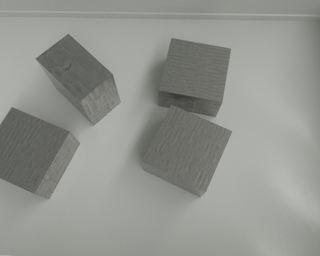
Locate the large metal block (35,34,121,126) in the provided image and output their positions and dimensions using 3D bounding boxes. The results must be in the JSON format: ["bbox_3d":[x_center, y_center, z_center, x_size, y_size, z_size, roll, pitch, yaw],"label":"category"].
[{"bbox_3d":[-0.101,-0.059,0.401,0.080,0.080,0.050,43,76,14],"label":"large metal block"}]

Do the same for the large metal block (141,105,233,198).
[{"bbox_3d":[0.033,0.030,0.386,0.080,0.050,0.080,25,72,8],"label":"large metal block"}]

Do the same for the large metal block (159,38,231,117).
[{"bbox_3d":[0.046,-0.068,0.421,0.080,0.050,0.080,11,70,4],"label":"large metal block"}]

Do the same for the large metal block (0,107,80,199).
[{"bbox_3d":[-0.160,0.032,0.383,0.080,0.050,0.080,22,72,8],"label":"large metal block"}]
